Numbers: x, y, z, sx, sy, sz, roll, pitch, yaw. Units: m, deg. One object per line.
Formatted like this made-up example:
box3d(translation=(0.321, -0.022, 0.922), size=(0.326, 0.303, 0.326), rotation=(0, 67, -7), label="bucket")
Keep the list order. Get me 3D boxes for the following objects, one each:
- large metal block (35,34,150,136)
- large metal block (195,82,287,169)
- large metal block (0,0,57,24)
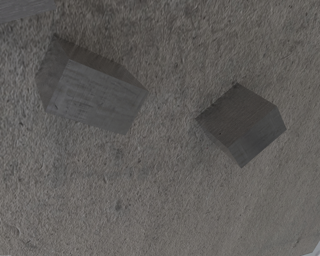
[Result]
box3d(translation=(-0.070, -0.043, 0.306), size=(0.080, 0.080, 0.050), rotation=(19, 109, -36), label="large metal block")
box3d(translation=(0.109, -0.006, 0.427), size=(0.080, 0.080, 0.050), rotation=(-41, 129, -1), label="large metal block")
box3d(translation=(-0.137, -0.126, 0.238), size=(0.081, 0.050, 0.080), rotation=(-22, 127, -15), label="large metal block")
